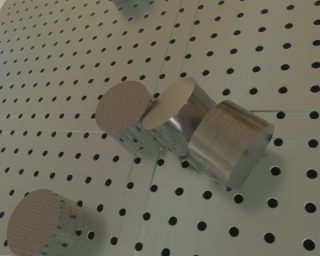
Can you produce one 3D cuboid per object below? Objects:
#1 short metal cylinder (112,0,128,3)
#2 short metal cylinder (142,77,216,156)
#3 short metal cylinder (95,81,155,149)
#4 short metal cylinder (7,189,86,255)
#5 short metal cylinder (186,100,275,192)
[{"bbox_3d":[-0.078,-0.298,0.616,0.080,0.050,0.080,-13,56,21],"label":"short metal cylinder"},{"bbox_3d":[0.026,-0.014,0.366,0.080,0.050,0.080,-37,25,21],"label":"short metal cylinder"},{"bbox_3d":[-0.040,-0.018,0.424,0.080,0.050,0.080,-13,56,21],"label":"short metal cylinder"},{"bbox_3d":[-0.142,0.123,0.391,0.080,0.050,0.080,-13,56,21],"label":"short metal cylinder"},{"bbox_3d":[0.072,0.018,0.319,0.050,0.080,0.080,36,82,28],"label":"short metal cylinder"}]
